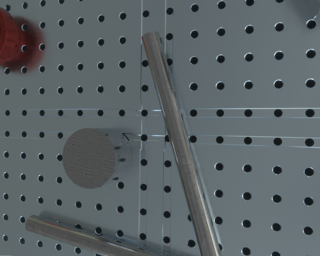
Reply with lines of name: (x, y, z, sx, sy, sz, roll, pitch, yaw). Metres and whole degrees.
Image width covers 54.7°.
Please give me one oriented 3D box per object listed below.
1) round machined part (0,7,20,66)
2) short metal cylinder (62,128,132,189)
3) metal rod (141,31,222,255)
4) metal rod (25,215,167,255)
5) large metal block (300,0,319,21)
round machined part: (-0.267, -0.145, 0.495, 0.098, 0.042, 0.097, 0, 90, 19)
short metal cylinder: (-0.085, 0.040, 0.428, 0.080, 0.050, 0.079, 0, 90, 19)
metal rod: (0.026, 0.019, 0.402, 0.025, 0.025, 0.298, -17, 84, 19)
metal rod: (-0.059, 0.171, 0.432, 0.301, 0.025, 0.025, 10, 93, 19)
large metal block: (0.186, -0.180, 0.334, 0.080, 0.050, 0.080, -32, 80, 17)
